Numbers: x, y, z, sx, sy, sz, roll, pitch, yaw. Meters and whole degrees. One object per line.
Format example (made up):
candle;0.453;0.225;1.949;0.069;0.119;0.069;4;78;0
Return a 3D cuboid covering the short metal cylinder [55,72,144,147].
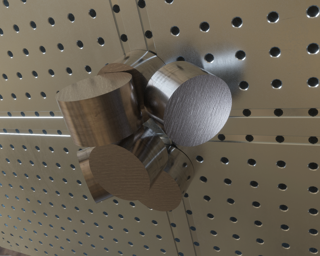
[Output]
short metal cylinder;-0.062;-0.022;0.329;0.080;0.080;0.050;1;119;28

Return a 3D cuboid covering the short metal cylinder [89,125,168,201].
short metal cylinder;-0.037;0.040;0.374;0.080;0.050;0.079;13;124;21

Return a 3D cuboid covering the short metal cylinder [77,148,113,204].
short metal cylinder;-0.082;0.062;0.450;0.050;0.080;0.080;-21;114;-11

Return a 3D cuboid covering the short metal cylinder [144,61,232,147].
short metal cylinder;0.029;-0.027;0.335;0.050;0.081;0.079;-134;34;-53

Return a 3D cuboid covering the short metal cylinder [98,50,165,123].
short metal cylinder;-0.032;-0.050;0.381;0.080;0.050;0.079;13;125;20

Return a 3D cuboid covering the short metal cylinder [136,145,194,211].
short metal cylinder;0.002;0.070;0.437;0.080;0.050;0.079;13;125;20
